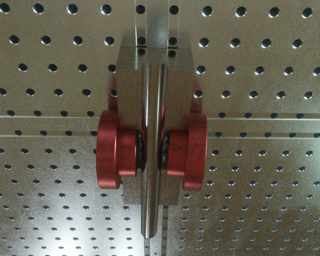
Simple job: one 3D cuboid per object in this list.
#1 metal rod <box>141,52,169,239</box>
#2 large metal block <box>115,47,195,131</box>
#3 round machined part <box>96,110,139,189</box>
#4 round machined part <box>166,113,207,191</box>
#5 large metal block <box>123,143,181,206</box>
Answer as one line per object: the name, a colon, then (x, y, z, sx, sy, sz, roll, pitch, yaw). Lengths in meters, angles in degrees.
metal rod: (-0.011, 0.048, 0.386, 0.025, 0.025, 0.298, 2, 130, -2)
large metal block: (-0.006, -0.044, 0.357, 0.081, 0.050, 0.079, 2, 130, -2)
round machined part: (-0.049, 0.027, 0.385, 0.042, 0.098, 0.097, 2, 130, -1)
round machined part: (0.031, 0.029, 0.388, 0.042, 0.098, 0.097, 4, 130, 2)
large metal block: (-0.012, 0.068, 0.452, 0.081, 0.050, 0.079, 2, 130, -2)
